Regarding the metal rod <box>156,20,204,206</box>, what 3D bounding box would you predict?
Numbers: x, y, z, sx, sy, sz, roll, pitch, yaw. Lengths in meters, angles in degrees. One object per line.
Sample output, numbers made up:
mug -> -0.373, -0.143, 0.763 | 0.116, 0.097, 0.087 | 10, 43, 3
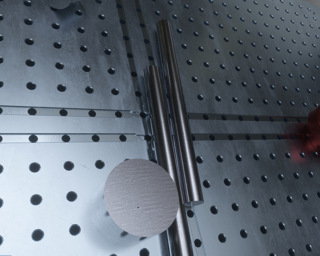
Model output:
metal rod -> 0.023, -0.040, 0.444 | 0.025, 0.025, 0.299 | 7, 59, -25

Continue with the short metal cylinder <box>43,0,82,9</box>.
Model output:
short metal cylinder -> -0.136, -0.214, 0.430 | 0.080, 0.080, 0.050 | 41, 51, 0

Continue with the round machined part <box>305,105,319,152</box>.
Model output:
round machined part -> 0.302, 0.008, 0.555 | 0.099, 0.042, 0.098 | 14, 56, -21

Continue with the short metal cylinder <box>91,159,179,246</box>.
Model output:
short metal cylinder -> -0.027, 0.079, 0.329 | 0.081, 0.050, 0.080 | 14, 56, -21

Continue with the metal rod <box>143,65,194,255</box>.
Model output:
metal rod -> 0.009, 0.048, 0.383 | 0.025, 0.025, 0.299 | 5, 59, -26
